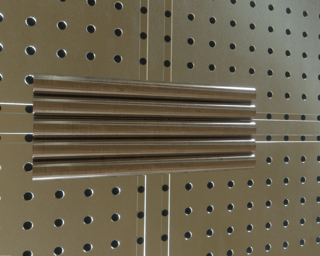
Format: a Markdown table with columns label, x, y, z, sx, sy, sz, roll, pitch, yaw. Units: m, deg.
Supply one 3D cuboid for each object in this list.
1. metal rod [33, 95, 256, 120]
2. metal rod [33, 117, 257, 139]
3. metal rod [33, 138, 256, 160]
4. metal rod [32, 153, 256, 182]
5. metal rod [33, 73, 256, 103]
| label | x | y | z | sx | sy | sz | roll | pitch | yaw |
| --- | --- | --- | --- | --- | --- | --- | --- | --- | --- |
| metal rod | -0.005 | -0.025 | 0.412 | 0.303 | 0.025 | 0.025 | 0 | 90 | -21 |
| metal rod | -0.005 | 0.001 | 0.412 | 0.303 | 0.025 | 0.025 | 0 | 90 | -21 |
| metal rod | -0.005 | 0.026 | 0.411 | 0.303 | 0.025 | 0.025 | 0 | 90 | -21 |
| metal rod | -0.006 | 0.050 | 0.411 | 0.303 | 0.025 | 0.025 | 0 | 90 | -21 |
| metal rod | -0.005 | -0.050 | 0.412 | 0.303 | 0.025 | 0.025 | 0 | 90 | -21 |
